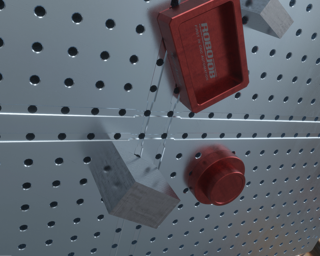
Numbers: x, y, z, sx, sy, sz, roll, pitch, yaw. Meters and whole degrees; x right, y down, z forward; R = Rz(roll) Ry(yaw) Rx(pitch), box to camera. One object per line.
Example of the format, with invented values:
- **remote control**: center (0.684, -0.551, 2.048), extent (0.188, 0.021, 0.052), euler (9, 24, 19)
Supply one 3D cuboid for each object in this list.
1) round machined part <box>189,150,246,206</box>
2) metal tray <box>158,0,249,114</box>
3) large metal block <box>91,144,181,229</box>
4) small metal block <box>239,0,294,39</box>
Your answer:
- **round machined part**: center (0.100, 0.088, 0.510), extent (0.099, 0.042, 0.097), euler (-14, 124, -21)
- **metal tray**: center (0.059, -0.092, 0.382), extent (0.090, 0.030, 0.129), euler (-28, 128, -11)
- **large metal block**: center (-0.033, 0.076, 0.405), extent (0.080, 0.080, 0.050), euler (32, 100, -38)
- **small metal block**: center (0.125, -0.139, 0.377), extent (0.050, 0.050, 0.025), euler (28, 103, -38)
